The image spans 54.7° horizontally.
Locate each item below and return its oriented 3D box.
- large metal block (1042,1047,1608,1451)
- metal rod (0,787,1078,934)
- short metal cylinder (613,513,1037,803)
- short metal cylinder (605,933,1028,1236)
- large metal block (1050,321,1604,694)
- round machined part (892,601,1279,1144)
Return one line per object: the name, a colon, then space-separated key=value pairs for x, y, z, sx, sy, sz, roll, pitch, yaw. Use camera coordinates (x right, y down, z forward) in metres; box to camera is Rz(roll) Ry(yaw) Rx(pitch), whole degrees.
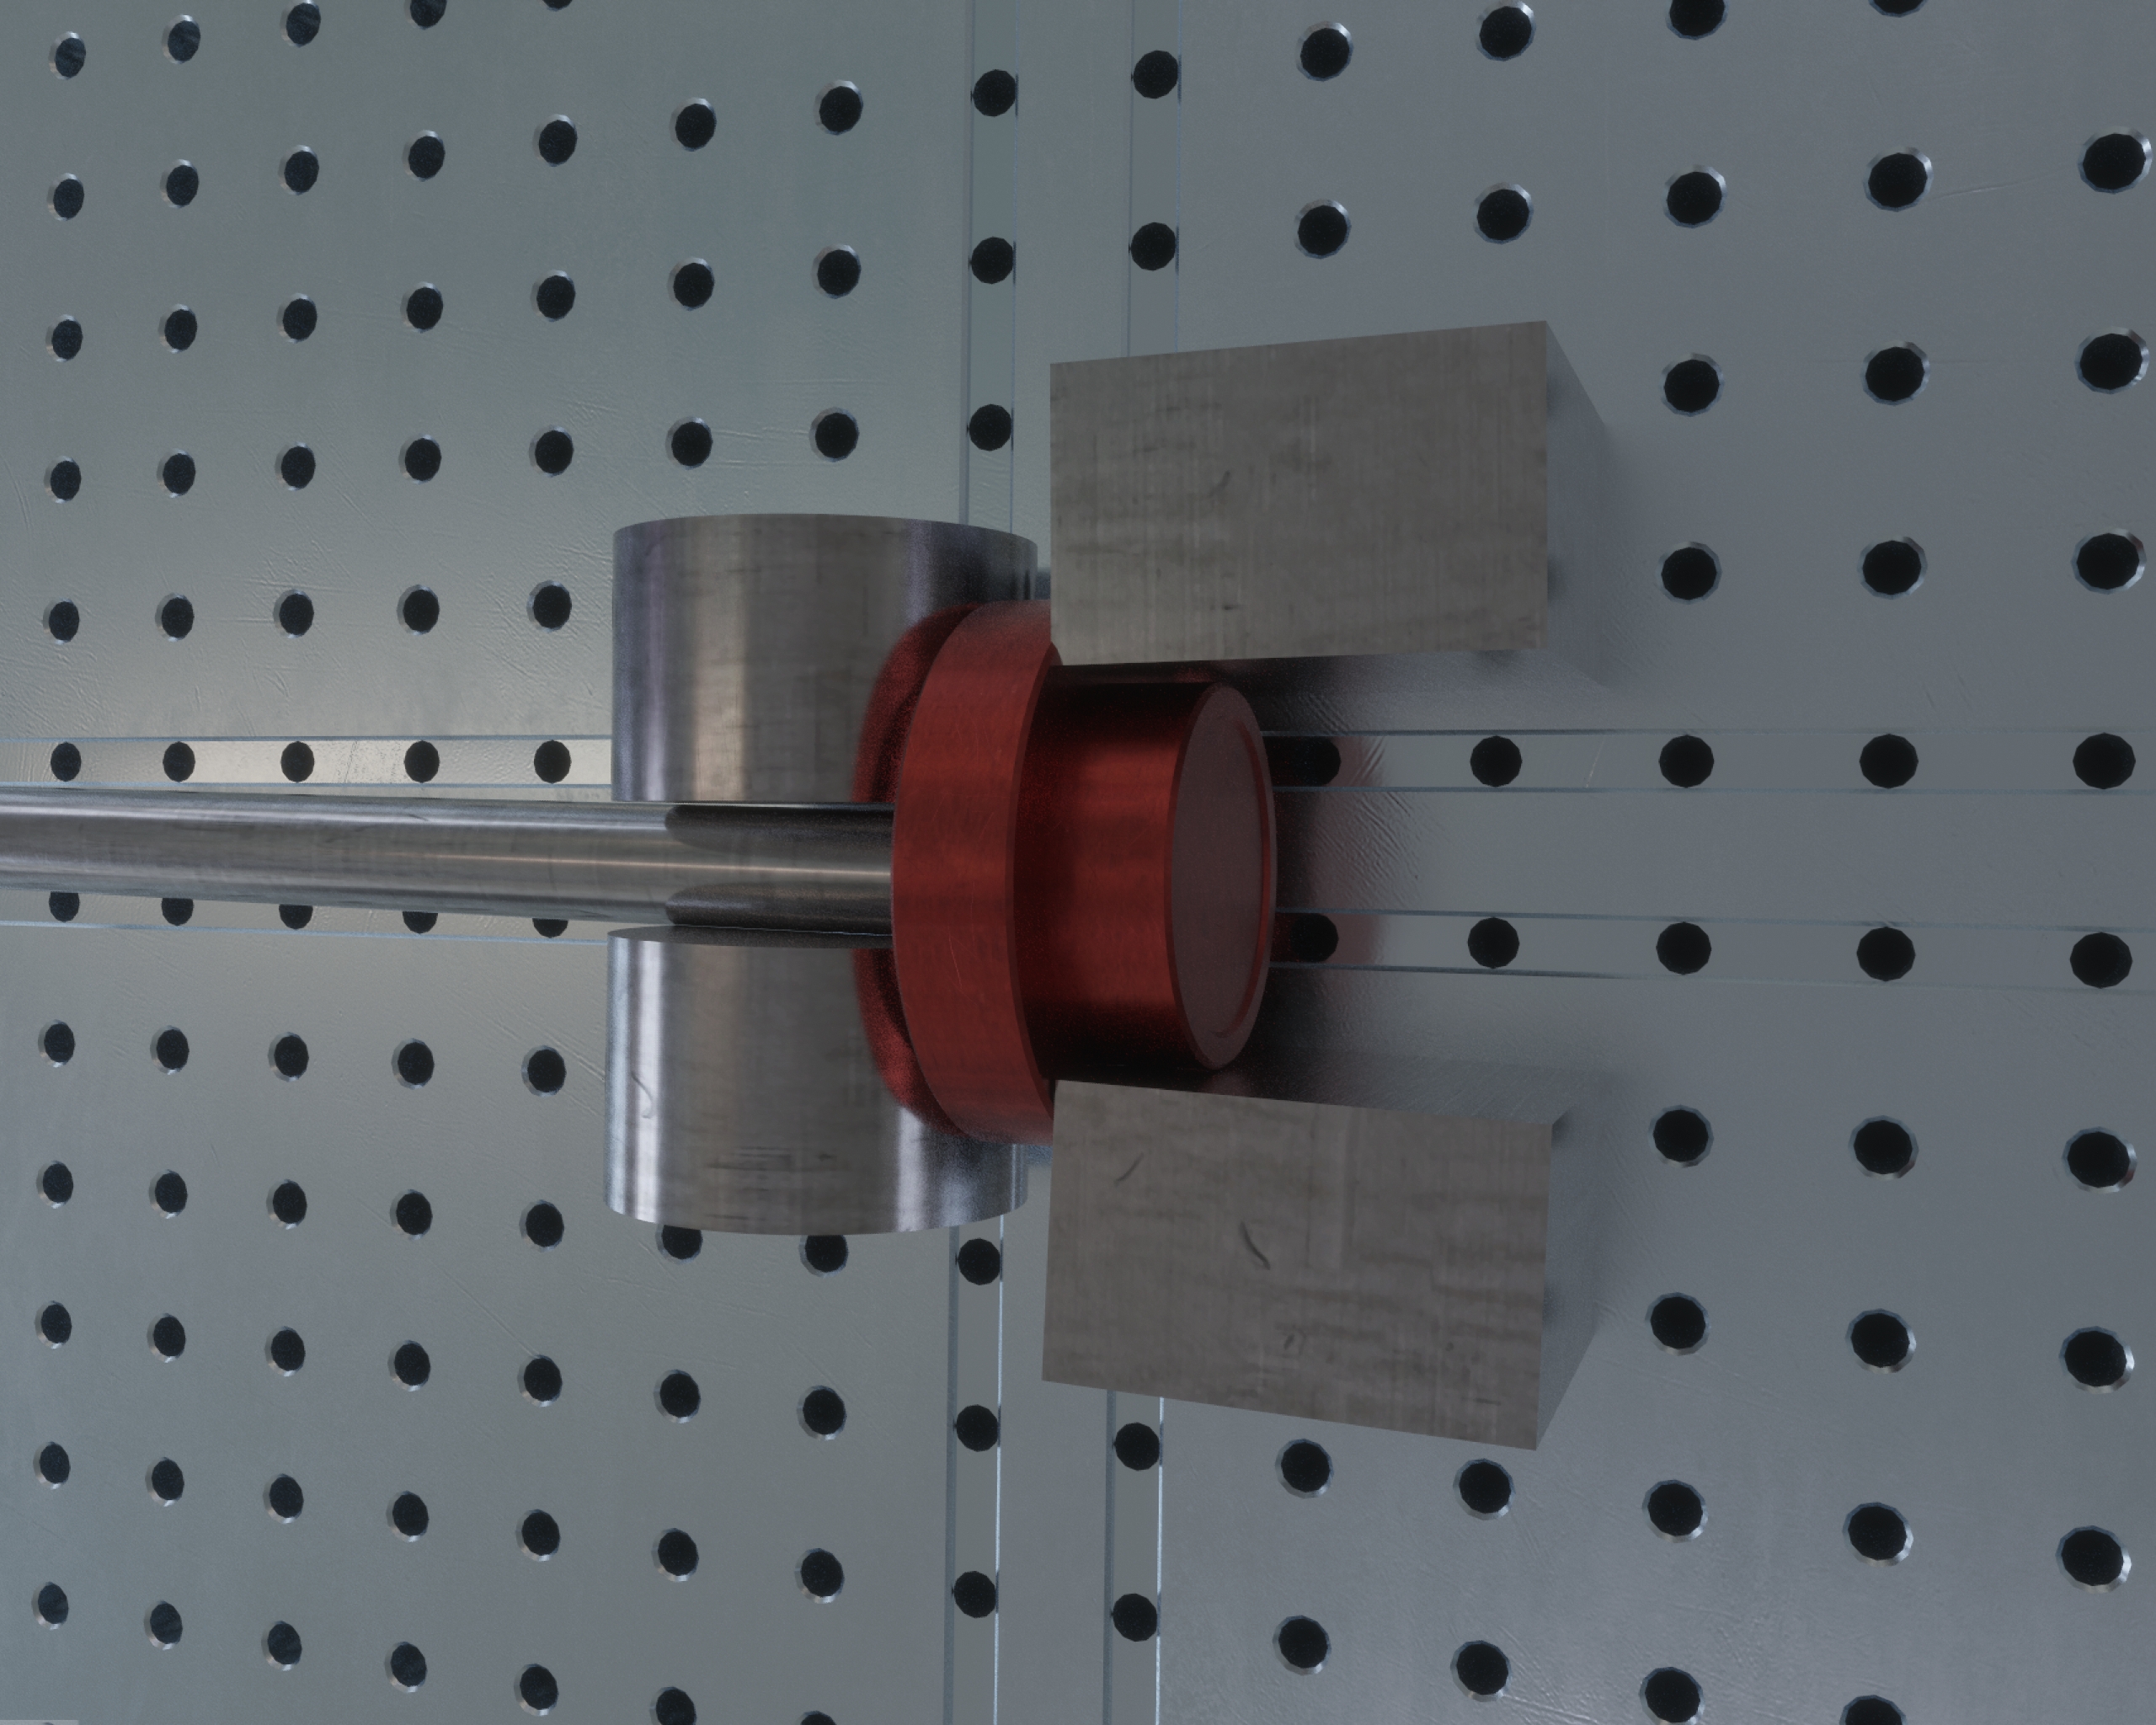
large metal block: x=0.047 y=0.062 z=0.367 sx=0.080 sy=0.080 sz=0.050 roll=3 pitch=91 yaw=20
metal rod: x=-0.121 y=-0.001 z=0.443 sx=0.301 sy=0.025 sz=0.025 roll=2 pitch=91 yaw=24
short metal cylinder: x=-0.048 y=-0.036 z=0.400 sx=0.080 sy=0.080 sz=0.050 roll=1 pitch=91 yaw=20
short metal cylinder: x=-0.049 y=0.039 z=0.400 sx=0.080 sy=0.080 sz=0.050 roll=2 pitch=91 yaw=20
large metal block: x=0.047 y=-0.058 z=0.367 sx=0.080 sy=0.080 sz=0.050 roll=0 pitch=90 yaw=20
round machined part: x=0.007 y=0.002 z=0.371 sx=0.042 sy=0.098 sz=0.097 roll=1 pitch=90 yaw=20
